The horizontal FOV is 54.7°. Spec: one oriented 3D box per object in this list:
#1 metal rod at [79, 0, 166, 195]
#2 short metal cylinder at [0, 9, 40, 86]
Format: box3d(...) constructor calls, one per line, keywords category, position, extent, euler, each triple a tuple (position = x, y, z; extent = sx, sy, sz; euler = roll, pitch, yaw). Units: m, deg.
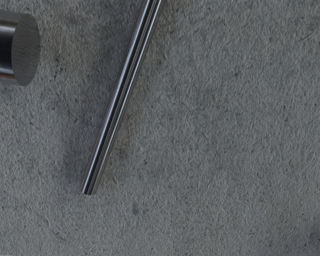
box3d(category="metal rod", position=(-0.049, -0.043, 0.393), extent=(0.025, 0.025, 0.298), euler=(20, 109, -7))
box3d(category="short metal cylinder", position=(-0.174, -0.090, 0.346), extent=(0.050, 0.080, 0.079), euler=(9, 110, -3))
